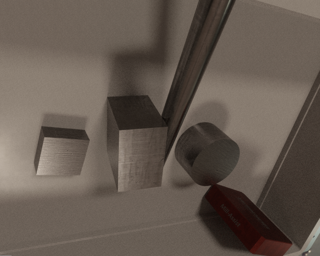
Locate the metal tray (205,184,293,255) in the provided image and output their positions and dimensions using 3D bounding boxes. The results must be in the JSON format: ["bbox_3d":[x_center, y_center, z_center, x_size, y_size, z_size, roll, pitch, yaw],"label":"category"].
[{"bbox_3d":[0.144,0.151,0.516,0.090,0.130,0.030,23,106,-37],"label":"metal tray"}]

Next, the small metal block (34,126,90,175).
[{"bbox_3d":[-0.116,0.028,0.363,0.050,0.025,0.050,6,115,-32],"label":"small metal block"}]

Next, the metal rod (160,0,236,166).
[{"bbox_3d":[0.018,-0.023,0.324,0.025,0.025,0.298,-14,150,-21],"label":"metal rod"}]

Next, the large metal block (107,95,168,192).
[{"bbox_3d":[-0.031,0.015,0.363,0.050,0.080,0.079,-4,121,-17],"label":"large metal block"}]

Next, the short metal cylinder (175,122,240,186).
[{"bbox_3d":[0.069,0.038,0.456,0.081,0.050,0.079,-14,125,-21],"label":"short metal cylinder"}]
